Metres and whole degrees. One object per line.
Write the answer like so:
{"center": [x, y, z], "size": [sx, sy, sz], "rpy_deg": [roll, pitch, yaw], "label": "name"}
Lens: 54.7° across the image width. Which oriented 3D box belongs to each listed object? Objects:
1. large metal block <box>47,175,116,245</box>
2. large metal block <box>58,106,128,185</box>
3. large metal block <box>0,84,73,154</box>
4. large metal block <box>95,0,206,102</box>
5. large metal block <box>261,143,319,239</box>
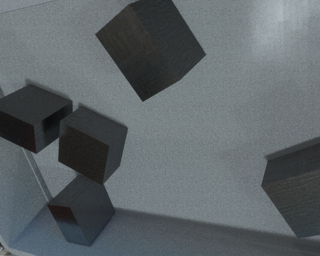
{"center": [-0.130, 0.137, 0.526], "size": [0.050, 0.080, 0.080], "rpy_deg": [-3, 117, 30], "label": "large metal block"}
{"center": [-0.101, 0.026, 0.462], "size": [0.080, 0.050, 0.079], "rpy_deg": [26, 128, 12], "label": "large metal block"}
{"center": [-0.189, -0.017, 0.463], "size": [0.080, 0.080, 0.050], "rpy_deg": [22, 127, 15], "label": "large metal block"}
{"center": [-0.005, -0.086, 0.323], "size": [0.050, 0.080, 0.080], "rpy_deg": [-26, 104, 37], "label": "large metal block"}
{"center": [0.173, 0.068, 0.343], "size": [0.080, 0.050, 0.080], "rpy_deg": [-29, 103, 37], "label": "large metal block"}
